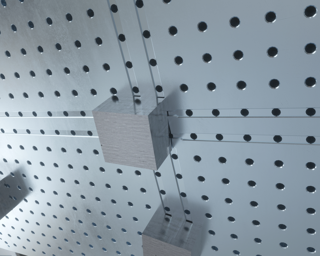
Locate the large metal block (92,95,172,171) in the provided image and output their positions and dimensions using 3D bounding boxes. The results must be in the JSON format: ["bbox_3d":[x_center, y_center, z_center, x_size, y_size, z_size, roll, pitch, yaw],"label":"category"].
[{"bbox_3d":[-0.035,0.005,0.415,0.080,0.050,0.079,6,121,25],"label":"large metal block"}]

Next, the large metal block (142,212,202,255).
[{"bbox_3d":[0.020,0.193,0.503,0.080,0.050,0.079,12,124,21],"label":"large metal block"}]

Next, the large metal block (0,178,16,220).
[{"bbox_3d":[-0.380,0.152,0.685,0.080,0.050,0.079,5,121,25],"label":"large metal block"}]
